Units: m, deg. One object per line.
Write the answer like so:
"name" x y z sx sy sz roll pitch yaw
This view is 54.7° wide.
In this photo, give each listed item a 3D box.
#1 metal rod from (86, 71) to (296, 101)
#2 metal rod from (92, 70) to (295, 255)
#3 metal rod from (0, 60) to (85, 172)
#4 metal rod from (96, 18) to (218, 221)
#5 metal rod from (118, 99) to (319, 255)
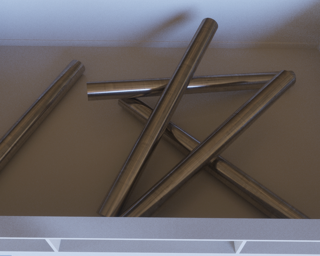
"metal rod" 0.052 -0.061 0.436 0.302 0.025 0.025 -5 50 -13
"metal rod" 0.051 0.029 0.349 0.301 0.025 0.025 -40 60 -18
"metal rod" -0.182 0.010 0.393 0.025 0.025 0.301 17 52 13
"metal rod" 0.008 -0.027 0.386 0.025 0.025 0.300 21 65 16
"metal rod" 0.059 0.038 0.373 0.300 0.025 0.025 36 59 26
